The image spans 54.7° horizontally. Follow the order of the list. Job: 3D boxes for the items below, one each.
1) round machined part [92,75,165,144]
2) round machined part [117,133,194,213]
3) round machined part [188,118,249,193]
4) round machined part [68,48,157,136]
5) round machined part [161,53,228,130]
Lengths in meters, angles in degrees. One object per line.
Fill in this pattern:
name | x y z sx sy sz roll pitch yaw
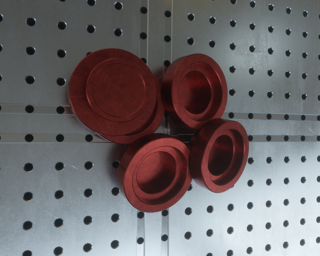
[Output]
round machined part | -0.046 -0.029 0.387 0.099 0.042 0.097 0 90 -21
round machined part | -0.009 0.053 0.392 0.099 0.042 0.097 -9 109 -28
round machined part | 0.074 0.034 0.420 0.099 0.042 0.097 -12 108 -39
round machined part | -0.049 -0.040 0.341 0.099 0.042 0.097 0 90 -21
round machined part | 0.041 -0.046 0.410 0.099 0.042 0.097 -1 92 -37
